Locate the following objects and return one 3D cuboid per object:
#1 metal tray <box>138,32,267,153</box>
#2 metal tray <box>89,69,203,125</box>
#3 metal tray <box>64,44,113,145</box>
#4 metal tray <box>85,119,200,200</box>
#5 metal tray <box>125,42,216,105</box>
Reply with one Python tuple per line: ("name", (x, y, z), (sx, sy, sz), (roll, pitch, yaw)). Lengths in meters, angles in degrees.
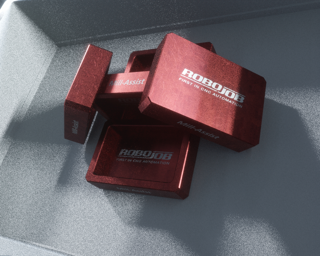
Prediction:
("metal tray", (0.051, -0.037, 0.341), (0.030, 0.131, 0.090), (-40, 31, 61))
("metal tray", (-0.020, -0.032, 0.392), (0.130, 0.090, 0.030), (1, 62, 28))
("metal tray", (-0.100, -0.040, 0.422), (0.030, 0.129, 0.090), (19, 65, -9))
("metal tray", (-0.022, 0.035, 0.388), (0.130, 0.030, 0.090), (1, 62, 28))
("metal tray", (0.010, -0.071, 0.439), (0.130, 0.030, 0.090), (0, 62, 27))
